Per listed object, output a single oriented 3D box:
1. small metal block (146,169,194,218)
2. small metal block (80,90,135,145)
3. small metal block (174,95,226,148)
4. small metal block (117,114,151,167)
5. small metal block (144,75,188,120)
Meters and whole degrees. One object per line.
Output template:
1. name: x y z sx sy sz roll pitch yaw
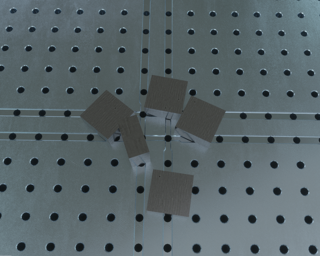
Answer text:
1. small metal block: 0.013 0.081 0.382 0.050 0.025 0.050 8 70 2
2. small metal block: -0.069 -0.014 0.416 0.050 0.025 0.050 38 74 12
3. small metal block: 0.053 -0.008 0.415 0.050 0.025 0.050 25 72 8
4. small metal block: -0.032 0.018 0.392 0.025 0.050 0.050 -18 71 -7
5. small metal block: 0.009 -0.041 0.427 0.050 0.025 0.050 11 70 3
